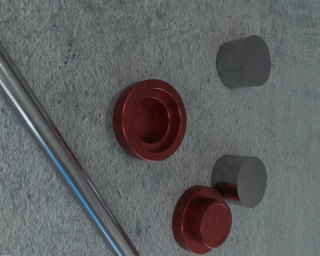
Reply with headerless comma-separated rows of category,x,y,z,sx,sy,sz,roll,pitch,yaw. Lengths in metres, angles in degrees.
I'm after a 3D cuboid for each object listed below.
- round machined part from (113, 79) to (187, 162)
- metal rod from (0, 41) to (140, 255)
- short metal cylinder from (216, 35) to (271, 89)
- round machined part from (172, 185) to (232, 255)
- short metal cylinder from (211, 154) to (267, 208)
round machined part,-0.016,-0.009,0.382,0.099,0.042,0.097,0,90,-40
metal rod,-0.099,0.035,0.322,0.025,0.025,0.299,-41,115,-32
short metal cylinder,0.137,-0.106,0.506,0.081,0.050,0.079,0,90,-40
round machined part,0.068,0.136,0.454,0.099,0.042,0.097,0,90,-40
short metal cylinder,0.128,0.084,0.499,0.081,0.050,0.079,0,90,-40
